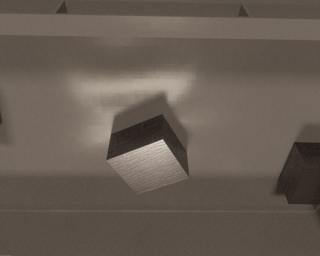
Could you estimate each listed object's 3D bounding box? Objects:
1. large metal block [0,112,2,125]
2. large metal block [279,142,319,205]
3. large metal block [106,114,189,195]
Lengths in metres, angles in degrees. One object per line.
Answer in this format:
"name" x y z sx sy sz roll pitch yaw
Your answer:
"large metal block" -0.244 -0.027 0.366 0.081 0.050 0.079 7 130 -7
"large metal block" 0.232 0.068 0.454 0.081 0.050 0.079 1 130 -2
"large metal block" -0.014 0.038 0.425 0.080 0.050 0.080 -21 127 16
